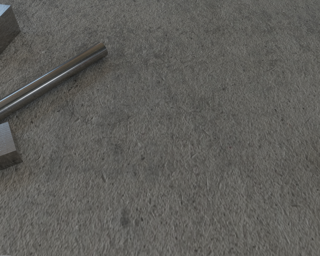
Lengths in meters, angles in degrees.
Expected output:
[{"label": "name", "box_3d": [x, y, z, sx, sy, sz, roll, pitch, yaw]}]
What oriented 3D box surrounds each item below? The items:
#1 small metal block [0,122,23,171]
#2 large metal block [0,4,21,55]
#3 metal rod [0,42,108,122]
[{"label": "small metal block", "box_3d": [-0.203, 0.026, 0.379, 0.050, 0.025, 0.050, -22, 54, -18]}, {"label": "large metal block", "box_3d": [-0.301, -0.168, 0.525, 0.080, 0.050, 0.080, 8, 51, 6]}, {"label": "metal rod", "box_3d": [-0.194, -0.044, 0.437, 0.025, 0.025, 0.302, 34, 57, 25]}]
